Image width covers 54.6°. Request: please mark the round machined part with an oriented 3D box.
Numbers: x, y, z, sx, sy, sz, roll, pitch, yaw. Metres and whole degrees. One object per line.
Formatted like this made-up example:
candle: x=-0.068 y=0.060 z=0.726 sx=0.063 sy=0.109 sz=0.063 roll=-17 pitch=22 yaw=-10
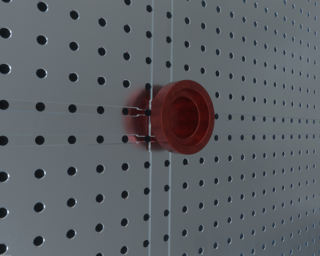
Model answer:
round machined part: x=0.026 y=-0.014 z=0.418 sx=0.099 sy=0.042 sz=0.097 roll=0 pitch=90 yaw=-40
